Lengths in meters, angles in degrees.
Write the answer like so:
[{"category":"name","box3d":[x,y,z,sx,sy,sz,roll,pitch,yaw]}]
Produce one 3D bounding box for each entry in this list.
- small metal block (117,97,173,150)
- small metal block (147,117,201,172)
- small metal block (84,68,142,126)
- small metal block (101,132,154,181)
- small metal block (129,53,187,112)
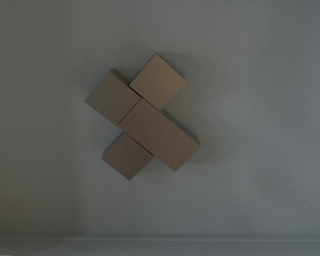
[{"category":"small metal block","box3d":[-0.019,-0.009,0.405,0.050,0.025,0.050,40,105,-14]},{"category":"small metal block","box3d":[0.018,0.022,0.417,0.050,0.025,0.050,40,105,-14]},{"category":"small metal block","box3d":[-0.058,-0.039,0.394,0.050,0.025,0.050,40,105,-14]},{"category":"small metal block","box3d":[-0.043,0.035,0.422,0.050,0.025,0.050,41,106,-14]},{"category":"small metal block","box3d":[-0.002,-0.058,0.387,0.050,0.025,0.050,40,104,-14]}]
